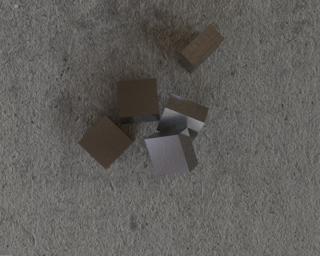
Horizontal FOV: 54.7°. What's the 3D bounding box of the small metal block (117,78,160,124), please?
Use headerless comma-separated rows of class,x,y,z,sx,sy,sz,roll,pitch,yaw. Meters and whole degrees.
small metal block,-0.028,-0.035,0.402,0.050,0.025,0.050,-6,71,0

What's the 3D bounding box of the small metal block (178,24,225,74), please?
small metal block,0.051,-0.100,0.398,0.050,0.050,0.025,-44,90,0

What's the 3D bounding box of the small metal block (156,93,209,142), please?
small metal block,0.028,-0.011,0.395,0.050,0.050,0.025,22,54,-1

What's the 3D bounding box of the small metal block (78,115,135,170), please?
small metal block,-0.070,0.018,0.409,0.050,0.025,0.050,44,90,0

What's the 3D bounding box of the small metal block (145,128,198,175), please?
small metal block,0.015,0.030,0.393,0.050,0.025,0.050,-9,104,35
